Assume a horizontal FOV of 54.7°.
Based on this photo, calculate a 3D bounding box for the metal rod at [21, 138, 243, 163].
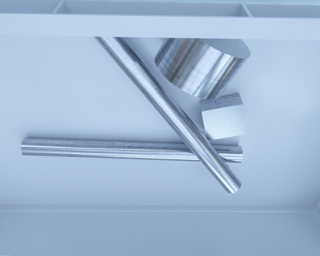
[{"bbox_3d":[-0.036,0.032,0.435,0.302,0.025,0.025,2,130,-3],"label":"metal rod"}]

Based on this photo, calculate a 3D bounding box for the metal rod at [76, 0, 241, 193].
[{"bbox_3d":[0.015,-0.018,0.373,0.025,0.025,0.300,-30,119,22],"label":"metal rod"}]

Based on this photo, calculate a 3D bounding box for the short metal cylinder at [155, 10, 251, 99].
[{"bbox_3d":[0.042,-0.074,0.311,0.080,0.080,0.050,20,127,-17],"label":"short metal cylinder"}]

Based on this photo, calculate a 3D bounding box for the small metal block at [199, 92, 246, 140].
[{"bbox_3d":[0.081,-0.014,0.399,0.050,0.025,0.050,-10,130,8],"label":"small metal block"}]
